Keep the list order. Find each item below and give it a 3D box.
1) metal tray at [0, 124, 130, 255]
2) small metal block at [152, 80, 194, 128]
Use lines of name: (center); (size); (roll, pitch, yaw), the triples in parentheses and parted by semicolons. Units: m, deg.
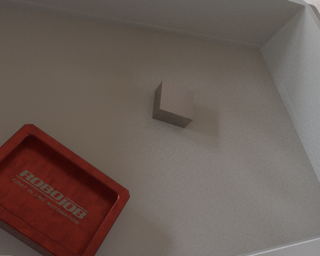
metal tray: (-0.107, 0.067, 0.304); (0.130, 0.030, 0.090); (36, 51, -5)
small metal block: (0.019, -0.033, 0.438); (0.050, 0.025, 0.050); (18, 55, -19)
